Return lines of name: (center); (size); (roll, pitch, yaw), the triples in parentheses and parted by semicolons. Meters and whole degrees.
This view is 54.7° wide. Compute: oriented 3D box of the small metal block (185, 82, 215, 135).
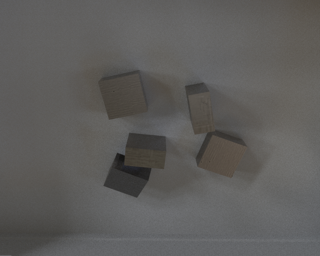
small metal block: (0.050, -0.026, 0.389); (0.025, 0.050, 0.050); (-10, 110, 4)

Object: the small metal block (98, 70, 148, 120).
small metal block: (-0.046, -0.042, 0.395); (0.050, 0.025, 0.050); (-12, 110, 4)

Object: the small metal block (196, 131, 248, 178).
small metal block: (0.083, 0.034, 0.425); (0.050, 0.025, 0.050); (19, 109, -7)

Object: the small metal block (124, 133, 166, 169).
small metal block: (-0.019, 0.029, 0.408); (0.050, 0.050, 0.025); (6, 110, -2)

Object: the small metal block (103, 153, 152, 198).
small metal block: (-0.045, 0.066, 0.424); (0.050, 0.025, 0.050); (21, 136, -8)
